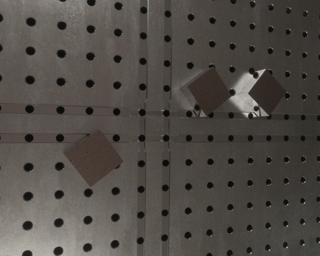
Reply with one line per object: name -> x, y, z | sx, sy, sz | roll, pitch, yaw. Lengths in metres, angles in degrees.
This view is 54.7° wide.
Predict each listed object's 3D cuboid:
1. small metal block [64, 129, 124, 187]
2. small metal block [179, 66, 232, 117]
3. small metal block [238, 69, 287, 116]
small metal block -> -0.082, 0.036, 0.383 | 0.050, 0.025, 0.050 | -38, 103, -16
small metal block -> 0.065, -0.051, 0.438 | 0.050, 0.025, 0.050 | -38, 103, -16
small metal block -> 0.156, -0.053, 0.472 | 0.050, 0.025, 0.050 | 42, 77, -16
